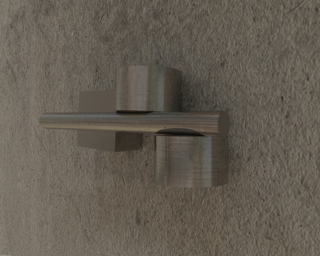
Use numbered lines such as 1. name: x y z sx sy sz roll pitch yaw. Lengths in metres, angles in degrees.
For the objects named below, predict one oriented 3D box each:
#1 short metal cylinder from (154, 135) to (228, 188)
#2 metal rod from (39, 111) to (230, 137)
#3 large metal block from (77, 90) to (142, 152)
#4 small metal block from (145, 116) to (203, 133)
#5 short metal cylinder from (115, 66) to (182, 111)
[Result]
1. short metal cylinder: 0.034 0.033 0.340 0.080 0.081 0.050 0 90 39
2. metal rod: -0.057 -0.008 0.385 0.300 0.025 0.025 2 91 38
3. large metal block: -0.071 -0.011 0.443 0.080 0.050 0.079 4 93 39
4. small metal block: 0.017 -0.005 0.373 0.050 0.050 0.025 2 91 39
5. short metal cylinder: -0.014 -0.045 0.382 0.080 0.081 0.050 3 92 39
